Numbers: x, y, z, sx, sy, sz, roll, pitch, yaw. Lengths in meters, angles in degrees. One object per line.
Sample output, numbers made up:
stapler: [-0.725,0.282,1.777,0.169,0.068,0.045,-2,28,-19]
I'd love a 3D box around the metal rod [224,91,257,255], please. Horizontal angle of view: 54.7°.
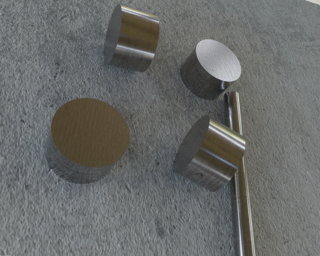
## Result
metal rod: [0.106,0.075,0.414,0.025,0.025,0.300,17,55,-19]

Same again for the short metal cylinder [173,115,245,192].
short metal cylinder: [0.059,0.031,0.381,0.050,0.080,0.080,30,52,-10]

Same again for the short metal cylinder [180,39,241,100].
short metal cylinder: [0.079,-0.091,0.486,0.081,0.050,0.080,14,56,-21]

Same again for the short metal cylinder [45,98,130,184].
short metal cylinder: [-0.080,0.014,0.336,0.081,0.050,0.080,14,56,-21]

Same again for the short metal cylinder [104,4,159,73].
short metal cylinder: [-0.040,-0.120,0.420,0.050,0.080,0.080,9,58,-24]
